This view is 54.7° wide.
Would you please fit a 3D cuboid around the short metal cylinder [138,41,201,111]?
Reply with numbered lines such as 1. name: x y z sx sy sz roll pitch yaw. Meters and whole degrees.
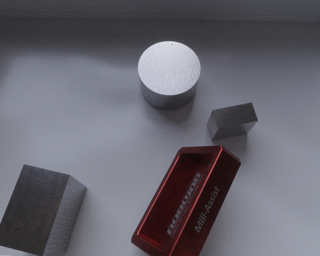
1. short metal cylinder: 0.012 -0.070 0.422 0.081 0.050 0.080 0 70 0

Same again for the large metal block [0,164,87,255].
1. large metal block: -0.127 0.093 0.345 0.050 0.080 0.080 13 71 4

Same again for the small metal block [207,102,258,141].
1. small metal block: 0.092 -0.007 0.400 0.050 0.050 0.025 -11 71 -5

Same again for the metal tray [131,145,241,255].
1. metal tray: 0.026 0.082 0.343 0.030 0.090 0.130 36 71 -19
